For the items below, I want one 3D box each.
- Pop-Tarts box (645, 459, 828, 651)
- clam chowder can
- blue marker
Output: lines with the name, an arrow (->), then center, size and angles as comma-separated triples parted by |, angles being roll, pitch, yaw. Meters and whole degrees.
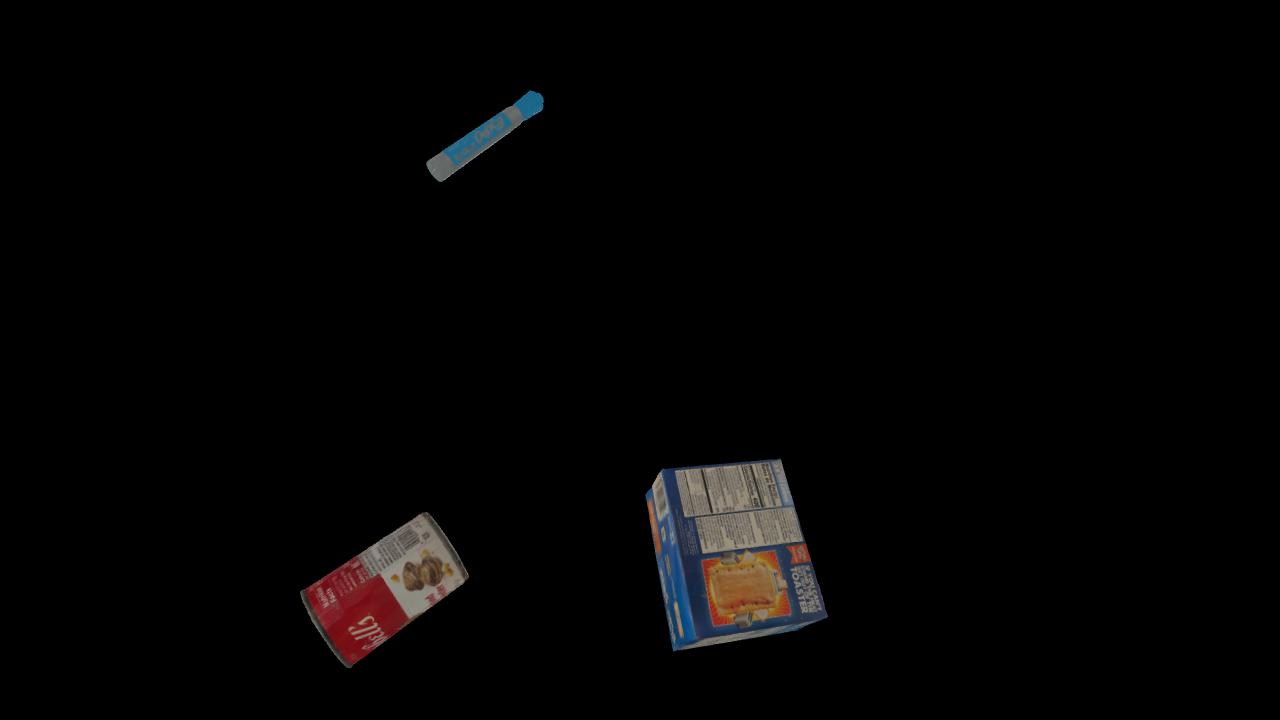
Pop-Tarts box -> 0.094, 0.201, 0.646 | 0.141, 0.167, 0.083 | -2, -30, -16
clam chowder can -> -0.194, 0.174, 0.475 | 0.102, 0.068, 0.068 | -33, 17, -28
blue marker -> -0.127, -0.191, 0.519 | 0.121, 0.020, 0.020 | -45, 21, -22
